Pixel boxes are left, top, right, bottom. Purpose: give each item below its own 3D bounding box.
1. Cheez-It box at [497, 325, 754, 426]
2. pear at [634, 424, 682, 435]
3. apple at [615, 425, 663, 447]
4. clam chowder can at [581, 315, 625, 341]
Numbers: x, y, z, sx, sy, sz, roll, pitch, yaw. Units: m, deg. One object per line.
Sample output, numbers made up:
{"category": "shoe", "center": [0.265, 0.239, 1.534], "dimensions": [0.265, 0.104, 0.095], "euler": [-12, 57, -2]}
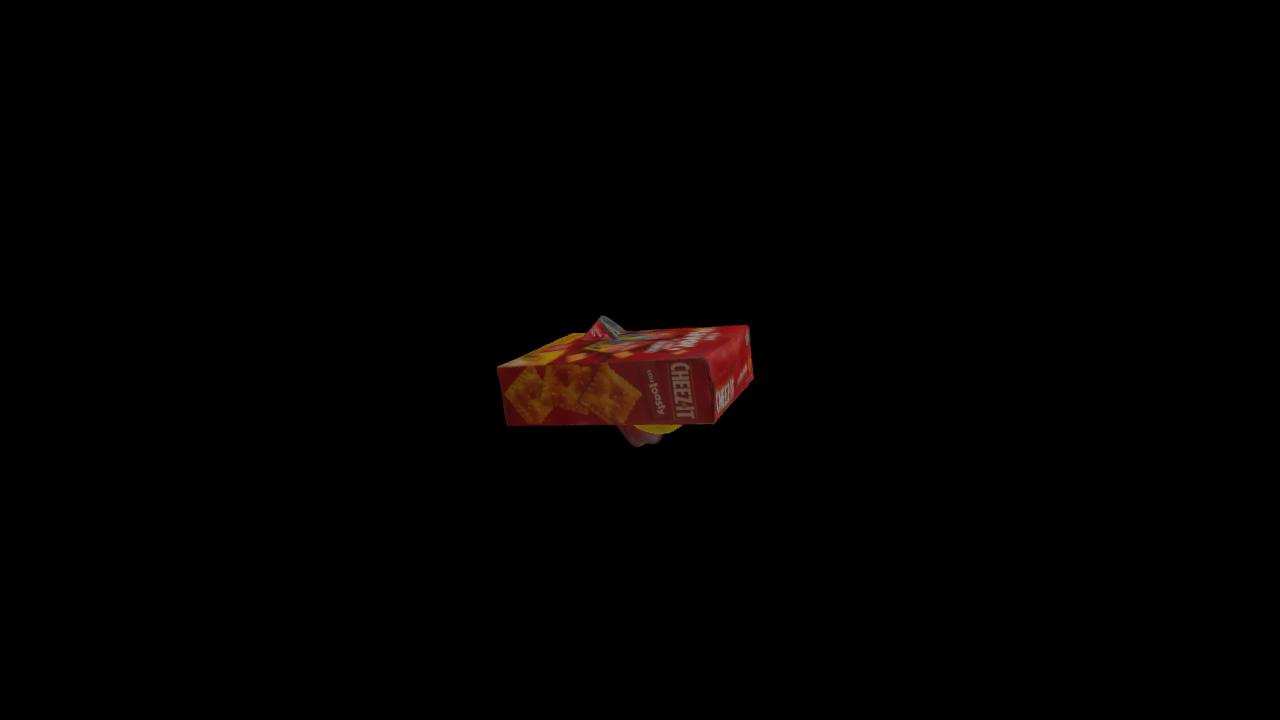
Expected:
{"category": "Cheez-It box", "center": [-0.008, 0.013, 0.638], "dimensions": [0.223, 0.071, 0.166], "euler": [-3, 13, 23]}
{"category": "pear", "center": [0.006, 0.030, 0.661], "dimensions": [0.080, 0.080, 0.111], "euler": [0, -40, 48]}
{"category": "apple", "center": [-0.002, 0.060, 0.768], "dimensions": [0.079, 0.093, 0.079], "euler": [-13, 18, 4]}
{"category": "clam chowder can", "center": [-0.051, 0.010, 0.687], "dimensions": [0.068, 0.102, 0.068], "euler": [40, 10, -9]}
